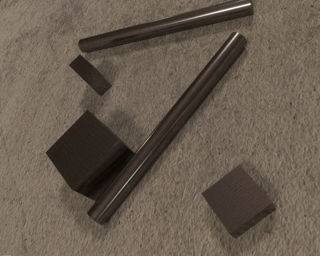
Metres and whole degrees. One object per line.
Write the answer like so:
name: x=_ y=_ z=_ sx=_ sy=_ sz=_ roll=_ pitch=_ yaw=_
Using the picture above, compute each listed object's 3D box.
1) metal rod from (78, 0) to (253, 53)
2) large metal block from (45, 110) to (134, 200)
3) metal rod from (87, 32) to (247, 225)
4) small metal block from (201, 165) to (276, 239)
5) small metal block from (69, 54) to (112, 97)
metal rod: x=-0.005 y=-0.163 z=0.504 sx=0.301 sy=0.025 sz=0.025 roll=-5 pitch=59 yaw=25
large metal block: x=-0.091 y=0.035 z=0.412 sx=0.080 sy=0.050 sz=0.080 roll=-47 pitch=52 yaw=-5
metal rod: x=0.014 y=-0.006 z=0.398 sx=0.025 sy=0.025 sz=0.300 roll=32 pitch=79 yaw=37
small metal block: x=0.080 y=0.075 z=0.316 sx=0.050 sy=0.025 sz=0.050 roll=-38 pitch=51 yaw=2
small metal block: x=-0.111 y=-0.084 z=0.495 sx=0.025 sy=0.050 sz=0.050 roll=-46 pitch=51 yaw=-3
